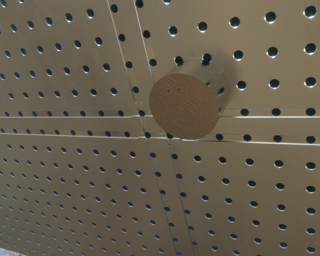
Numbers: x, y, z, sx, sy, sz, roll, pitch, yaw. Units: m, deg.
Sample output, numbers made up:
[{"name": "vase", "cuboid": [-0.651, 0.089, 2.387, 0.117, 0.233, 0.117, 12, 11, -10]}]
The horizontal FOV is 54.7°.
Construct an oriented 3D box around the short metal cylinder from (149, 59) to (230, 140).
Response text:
[{"name": "short metal cylinder", "cuboid": [0.035, -0.033, 0.355, 0.080, 0.050, 0.079, 13, 124, 20]}]
